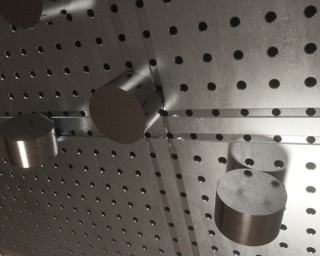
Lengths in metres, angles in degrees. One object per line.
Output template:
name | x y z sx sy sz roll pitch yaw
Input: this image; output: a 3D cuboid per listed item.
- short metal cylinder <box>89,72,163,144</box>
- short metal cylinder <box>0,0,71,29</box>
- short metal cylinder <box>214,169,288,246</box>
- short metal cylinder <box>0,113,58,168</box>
short metal cylinder | -0.043 -0.026 0.400 0.080 0.050 0.079 13 124 20
short metal cylinder | -0.156 -0.166 0.372 0.080 0.050 0.079 13 124 20
short metal cylinder | 0.108 0.094 0.376 0.080 0.080 0.050 11 123 21
short metal cylinder | -0.207 0.018 0.493 0.080 0.080 0.050 16 125 18
